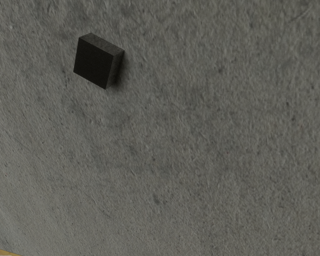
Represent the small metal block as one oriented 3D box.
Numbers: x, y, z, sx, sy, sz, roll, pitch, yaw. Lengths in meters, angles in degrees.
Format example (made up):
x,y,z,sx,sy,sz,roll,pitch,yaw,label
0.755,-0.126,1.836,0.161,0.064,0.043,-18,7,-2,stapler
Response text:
x,y,z,sx,sy,sz,roll,pitch,yaw,label
-0.079,-0.085,0.394,0.050,0.025,0.050,29,128,9,small metal block
